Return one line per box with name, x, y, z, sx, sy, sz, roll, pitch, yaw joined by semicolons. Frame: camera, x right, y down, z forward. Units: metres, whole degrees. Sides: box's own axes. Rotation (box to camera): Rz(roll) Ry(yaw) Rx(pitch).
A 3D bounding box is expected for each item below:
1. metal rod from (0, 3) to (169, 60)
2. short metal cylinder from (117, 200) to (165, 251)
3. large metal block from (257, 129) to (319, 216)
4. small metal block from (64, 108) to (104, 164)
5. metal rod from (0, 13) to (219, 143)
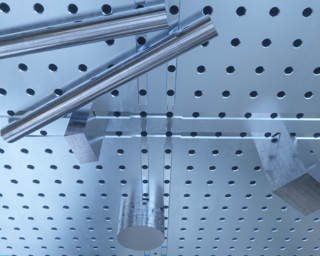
metal rod;-0.141;-0.091;0.332;0.301;0.025;0.025;-9;130;7
short metal cylinder;-0.032;0.170;0.540;0.081;0.050;0.079;0;130;0
large metal block;0.189;0.062;0.430;0.080;0.080;0.050;35;122;-26
small metal block;-0.097;0.010;0.403;0.025;0.050;0.050;-10;130;8
metal rod;-0.074;-0.049;0.368;0.300;0.025;0.025;-24;126;19
